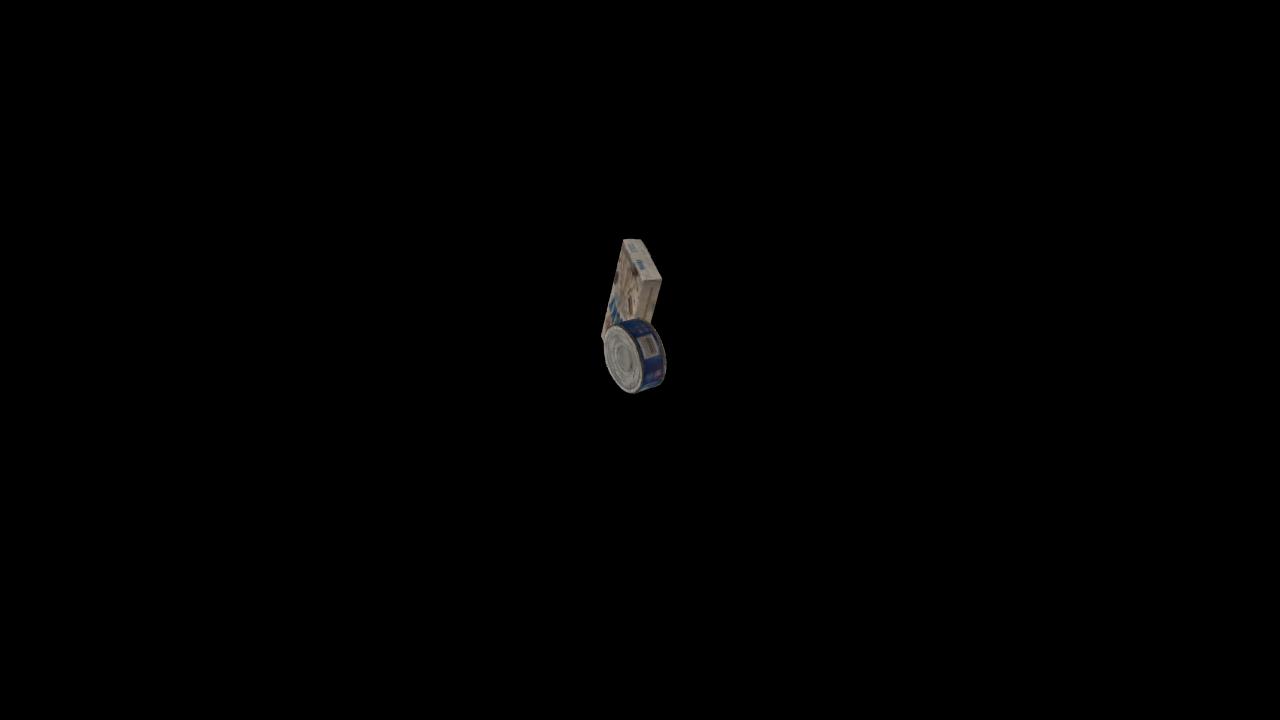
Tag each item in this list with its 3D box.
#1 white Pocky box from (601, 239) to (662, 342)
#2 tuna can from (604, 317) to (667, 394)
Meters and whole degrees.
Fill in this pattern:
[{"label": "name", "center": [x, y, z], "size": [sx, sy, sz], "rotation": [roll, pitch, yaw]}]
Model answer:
[{"label": "white Pocky box", "center": [-0.012, -0.060, 0.746], "size": [0.028, 0.154, 0.084], "rotation": [-4, 45, -22]}, {"label": "tuna can", "center": [-0.007, -0.004, 0.702], "size": [0.034, 0.084, 0.084], "rotation": [-18, 10, -30]}]
